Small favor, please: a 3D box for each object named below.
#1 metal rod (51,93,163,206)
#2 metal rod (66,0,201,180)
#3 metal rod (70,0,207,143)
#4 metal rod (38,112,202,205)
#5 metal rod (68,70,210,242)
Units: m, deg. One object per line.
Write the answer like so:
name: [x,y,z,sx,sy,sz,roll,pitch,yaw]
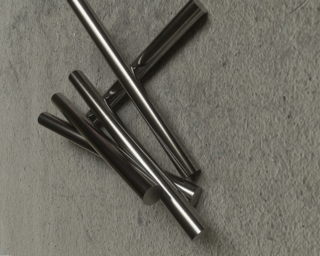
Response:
metal rod: [-0.092,0.010,0.430,0.300,0.025,0.025,35,112,46]
metal rod: [-0.042,-0.065,0.408,0.025,0.025,0.299,-42,74,32]
metal rod: [-0.050,-0.065,0.446,0.299,0.025,0.025,-40,66,32]
metal rod: [-0.076,0.033,0.446,0.300,0.025,0.025,22,104,31]
metal rod: [-0.043,0.017,0.404,0.300,0.025,0.025,48,119,30]
